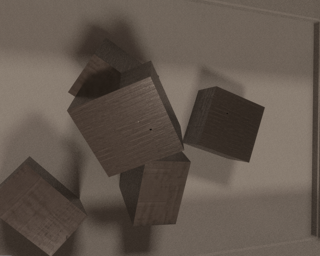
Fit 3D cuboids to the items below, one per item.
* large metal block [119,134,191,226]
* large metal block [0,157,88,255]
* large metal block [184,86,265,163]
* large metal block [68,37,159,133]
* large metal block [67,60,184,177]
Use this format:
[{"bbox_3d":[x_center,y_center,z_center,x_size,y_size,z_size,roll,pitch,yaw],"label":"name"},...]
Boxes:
[{"bbox_3d":[-0.010,0.057,0.366,0.050,0.080,0.079,4,110,-20],"label":"large metal block"},{"bbox_3d":[-0.130,0.079,0.334,0.080,0.080,0.050,46,76,-15],"label":"large metal block"},{"bbox_3d":[0.088,-0.004,0.431,0.081,0.050,0.080,20,83,-19],"label":"large metal block"},{"bbox_3d":[-0.048,-0.052,0.357,0.080,0.080,0.050,34,112,-17],"label":"large metal block"},{"bbox_3d":[-0.030,-0.009,0.306,0.080,0.050,0.080,-21,116,9],"label":"large metal block"}]
